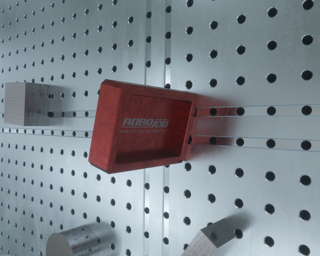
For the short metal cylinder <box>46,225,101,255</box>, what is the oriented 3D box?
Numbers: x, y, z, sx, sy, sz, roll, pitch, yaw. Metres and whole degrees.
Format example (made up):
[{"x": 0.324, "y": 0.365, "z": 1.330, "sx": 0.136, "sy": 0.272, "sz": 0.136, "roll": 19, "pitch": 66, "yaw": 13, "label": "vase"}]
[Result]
[{"x": -0.143, "y": 0.206, "z": 0.508, "sx": 0.080, "sy": 0.050, "sz": 0.079, "roll": 0, "pitch": 90, "yaw": 39, "label": "short metal cylinder"}]

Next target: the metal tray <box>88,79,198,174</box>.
[{"x": -0.013, "y": -0.002, "z": 0.350, "sx": 0.030, "sy": 0.131, "sz": 0.089, "roll": 19, "pitch": 102, "yaw": 38, "label": "metal tray"}]

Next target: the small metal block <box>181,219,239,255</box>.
[{"x": 0.055, "y": 0.134, "z": 0.347, "sx": 0.025, "sy": 0.050, "sz": 0.050, "roll": 43, "pitch": 116, "yaw": 31, "label": "small metal block"}]

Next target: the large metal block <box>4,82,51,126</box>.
[{"x": -0.259, "y": -0.046, "z": 0.603, "sx": 0.080, "sy": 0.050, "sz": 0.079, "roll": 6, "pitch": 94, "yaw": 39, "label": "large metal block"}]
